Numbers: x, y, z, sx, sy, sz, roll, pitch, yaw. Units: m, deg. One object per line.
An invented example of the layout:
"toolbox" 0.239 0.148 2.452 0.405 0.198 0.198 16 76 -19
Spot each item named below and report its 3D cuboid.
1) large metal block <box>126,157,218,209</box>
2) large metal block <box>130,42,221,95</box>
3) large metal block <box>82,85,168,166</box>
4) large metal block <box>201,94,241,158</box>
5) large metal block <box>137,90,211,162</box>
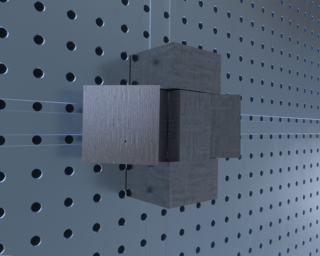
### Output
"large metal block" 0.015 0.062 0.386 0.081 0.080 0.050 1 90 -40
"large metal block" 0.019 -0.068 0.390 0.081 0.080 0.050 1 90 -40
"large metal block" -0.036 -0.004 0.337 0.050 0.080 0.079 1 90 -80
"large metal block" 0.074 -0.002 0.427 0.050 0.080 0.079 1 89 -3
"large metal block" 0.015 -0.002 0.387 0.050 0.080 0.079 1 89 -40
